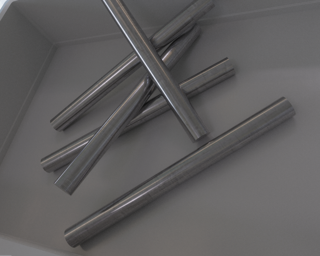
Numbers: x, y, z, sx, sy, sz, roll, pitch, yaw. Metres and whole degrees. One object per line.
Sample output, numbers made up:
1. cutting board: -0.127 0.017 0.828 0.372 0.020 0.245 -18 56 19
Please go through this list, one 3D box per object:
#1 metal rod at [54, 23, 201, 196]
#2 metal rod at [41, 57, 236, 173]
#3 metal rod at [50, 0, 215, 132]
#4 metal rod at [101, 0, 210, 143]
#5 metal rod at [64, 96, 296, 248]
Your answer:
1. metal rod: -0.030 -0.041 0.414 0.025 0.025 0.301 19 61 35
2. metal rod: -0.037 -0.013 0.433 0.300 0.025 0.025 -28 52 10
3. metal rod: -0.049 -0.091 0.461 0.300 0.025 0.025 -37 51 13
4. metal rod: -0.027 -0.112 0.409 0.025 0.025 0.299 -33 77 6
5. metal rod: 0.017 0.055 0.362 0.300 0.025 0.025 -32 52 7
